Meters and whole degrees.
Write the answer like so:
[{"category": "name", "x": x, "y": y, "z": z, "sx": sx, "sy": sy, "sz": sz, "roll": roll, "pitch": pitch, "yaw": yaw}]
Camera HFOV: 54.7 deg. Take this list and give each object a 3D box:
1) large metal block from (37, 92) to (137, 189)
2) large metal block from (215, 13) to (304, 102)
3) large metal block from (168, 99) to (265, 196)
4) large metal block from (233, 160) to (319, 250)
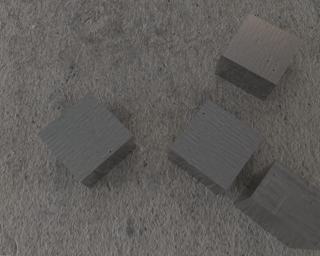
[{"category": "large metal block", "x": -0.088, "y": 0.016, "z": 0.388, "sx": 0.080, "sy": 0.050, "sz": 0.080, "roll": -42, "pitch": 76, "yaw": -14}, {"category": "large metal block", "x": 0.135, "y": -0.098, "z": 0.431, "sx": 0.080, "sy": 0.050, "sz": 0.080, "roll": 32, "pitch": 73, "yaw": 11}, {"category": "large metal block", "x": 0.067, "y": 0.025, "z": 0.386, "sx": 0.080, "sy": 0.050, "sz": 0.080, "roll": 36, "pitch": 74, "yaw": 12}, {"category": "large metal block", "x": 0.138, "y": 0.088, "z": 0.347, "sx": 0.080, "sy": 0.080, "sz": 0.050, "roll": 37, "pitch": 74, "yaw": 12}]
